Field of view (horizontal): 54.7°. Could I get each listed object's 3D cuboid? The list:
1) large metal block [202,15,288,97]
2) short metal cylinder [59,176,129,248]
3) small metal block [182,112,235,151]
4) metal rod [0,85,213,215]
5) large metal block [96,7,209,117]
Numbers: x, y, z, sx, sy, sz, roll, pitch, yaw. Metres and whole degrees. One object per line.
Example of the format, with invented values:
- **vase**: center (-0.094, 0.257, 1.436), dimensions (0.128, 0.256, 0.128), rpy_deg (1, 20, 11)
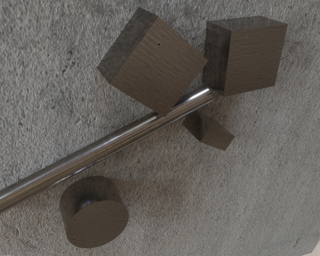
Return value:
- **large metal block**: center (0.104, -0.092, 0.390), dimensions (0.081, 0.050, 0.079), rpy_deg (-14, 124, -21)
- **short metal cylinder**: center (-0.088, 0.111, 0.412), dimensions (0.081, 0.050, 0.079), rpy_deg (-14, 124, -21)
- **small metal block**: center (0.066, 0.003, 0.429), dimensions (0.050, 0.050, 0.025), rpy_deg (20, 108, -36)
- **metal rod**: center (-0.067, 0.024, 0.384), dimensions (0.302, 0.025, 0.025), rpy_deg (-28, 128, -11)
- **large metal block**: center (-0.008, -0.071, 0.342), dimensions (0.080, 0.050, 0.080), rpy_deg (30, 102, -38)
